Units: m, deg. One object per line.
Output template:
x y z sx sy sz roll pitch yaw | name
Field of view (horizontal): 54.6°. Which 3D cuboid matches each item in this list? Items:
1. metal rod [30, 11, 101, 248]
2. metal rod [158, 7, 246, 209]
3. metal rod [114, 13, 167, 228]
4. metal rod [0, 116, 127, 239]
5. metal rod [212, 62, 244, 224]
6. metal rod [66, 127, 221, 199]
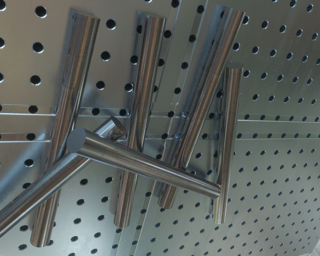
-0.116 0.020 0.359 0.025 0.025 0.298 5 116 -31 | metal rod
0.050 -0.011 0.430 0.025 0.025 0.298 3 117 -30 | metal rod
-0.031 0.010 0.399 0.025 0.025 0.298 -3 120 -27 | metal rod
-0.159 0.090 0.355 0.300 0.025 0.025 -39 130 8 | metal rod
0.104 0.042 0.492 0.025 0.025 0.298 -15 125 -20 | metal rod
0.007 0.058 0.399 0.025 0.025 0.301 -51 141 8 | metal rod
